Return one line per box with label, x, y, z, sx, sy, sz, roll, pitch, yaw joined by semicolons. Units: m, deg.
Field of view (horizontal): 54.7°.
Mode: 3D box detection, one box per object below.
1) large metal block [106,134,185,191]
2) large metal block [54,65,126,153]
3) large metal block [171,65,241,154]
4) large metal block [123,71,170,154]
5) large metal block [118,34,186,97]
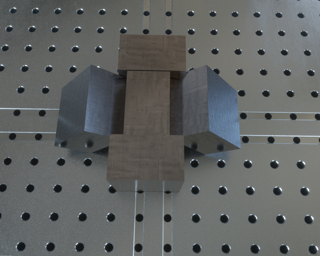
large metal block;-0.015;0.044;0.365;0.081;0.080;0.050;1;70;0
large metal block;-0.085;-0.019;0.382;0.050;0.080;0.080;16;66;-37
large metal block;0.057;-0.018;0.381;0.050;0.080;0.080;-14;65;35
large metal block;-0.014;-0.016;0.387;0.050;0.080;0.080;1;70;0
large metal block;-0.009;-0.078;0.410;0.081;0.080;0.050;1;70;0
